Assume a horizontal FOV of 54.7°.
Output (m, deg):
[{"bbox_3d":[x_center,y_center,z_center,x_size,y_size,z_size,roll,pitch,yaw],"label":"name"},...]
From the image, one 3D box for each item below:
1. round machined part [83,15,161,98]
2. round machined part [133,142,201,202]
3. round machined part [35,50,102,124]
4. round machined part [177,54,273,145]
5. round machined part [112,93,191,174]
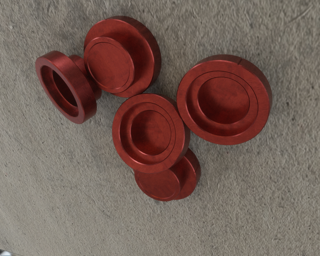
[{"bbox_3d":[-0.051,-0.081,0.372,0.098,0.042,0.097,13,124,20],"label":"round machined part"},{"bbox_3d":[0.004,0.063,0.432,0.098,0.042,0.097,13,124,20],"label":"round machined part"},{"bbox_3d":[-0.115,-0.057,0.407,0.098,0.042,0.097,33,146,27],"label":"round machined part"},{"bbox_3d":[0.071,-0.033,0.338,0.098,0.042,0.097,13,124,20],"label":"round machined part"},{"bbox_3d":[-0.008,0.005,0.389,0.098,0.042,0.097,3,96,25],"label":"round machined part"}]
